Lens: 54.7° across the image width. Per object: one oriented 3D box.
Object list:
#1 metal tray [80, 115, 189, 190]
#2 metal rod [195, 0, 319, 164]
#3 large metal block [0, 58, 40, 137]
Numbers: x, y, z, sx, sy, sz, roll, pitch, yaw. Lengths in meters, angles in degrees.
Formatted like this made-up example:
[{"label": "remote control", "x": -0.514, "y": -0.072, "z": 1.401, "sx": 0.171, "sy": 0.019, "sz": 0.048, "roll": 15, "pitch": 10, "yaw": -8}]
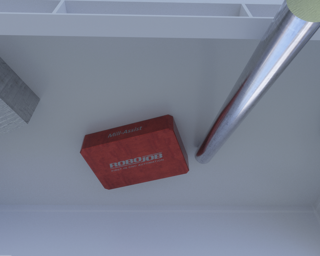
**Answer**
[{"label": "metal tray", "x": -0.033, "y": 0.038, "z": 0.437, "sx": 0.130, "sy": 0.030, "sz": 0.090, "roll": -14, "pitch": 129, "yaw": 11}, {"label": "metal rod", "x": 0.072, "y": -0.014, "z": 0.308, "sx": 0.025, "sy": 0.025, "sz": 0.299, "roll": 3, "pitch": 159, "yaw": -3}, {"label": "large metal block", "x": -0.206, "y": -0.033, "z": 0.361, "sx": 0.080, "sy": 0.050, "sz": 0.080, "roll": -22, "pitch": 127, "yaw": 17}]
